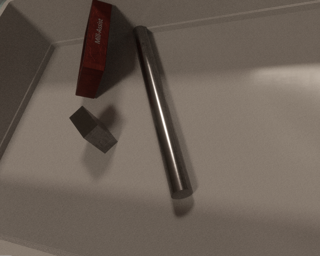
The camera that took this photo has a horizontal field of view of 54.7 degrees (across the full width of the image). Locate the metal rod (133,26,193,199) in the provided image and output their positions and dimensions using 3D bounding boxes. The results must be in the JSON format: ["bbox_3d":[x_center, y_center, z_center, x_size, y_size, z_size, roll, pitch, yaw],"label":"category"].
[{"bbox_3d":[-0.005,-0.044,0.433,0.025,0.025,0.299,-24,53,13],"label":"metal rod"}]

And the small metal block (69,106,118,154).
[{"bbox_3d":[-0.093,0.003,0.435,0.025,0.050,0.050,-44,51,-2],"label":"small metal block"}]

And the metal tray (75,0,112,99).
[{"bbox_3d":[-0.105,-0.123,0.490,0.030,0.090,0.130,10,62,-18],"label":"metal tray"}]
